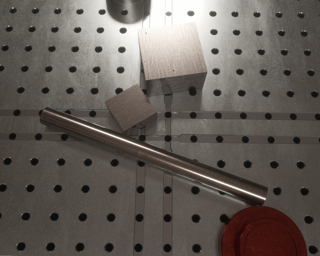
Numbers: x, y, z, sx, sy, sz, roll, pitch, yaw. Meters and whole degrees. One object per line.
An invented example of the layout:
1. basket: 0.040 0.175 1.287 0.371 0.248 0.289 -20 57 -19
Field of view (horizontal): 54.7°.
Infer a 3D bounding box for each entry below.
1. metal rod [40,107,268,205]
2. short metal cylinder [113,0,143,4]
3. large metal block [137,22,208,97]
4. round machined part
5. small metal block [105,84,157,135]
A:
1. metal rod: -0.013 0.034 0.399 0.301 0.025 0.025 20 71 6
2. short metal cylinder: -0.052 -0.245 0.487 0.081 0.050 0.080 0 70 0
3. large metal block: 0.015 -0.095 0.433 0.081 0.050 0.080 -8 70 -4
4. round machined part: 0.119 0.139 0.354 0.099 0.042 0.098 0 70 -1
5. small metal block: -0.039 -0.024 0.420 0.050 0.025 0.050 -31 73 -11
